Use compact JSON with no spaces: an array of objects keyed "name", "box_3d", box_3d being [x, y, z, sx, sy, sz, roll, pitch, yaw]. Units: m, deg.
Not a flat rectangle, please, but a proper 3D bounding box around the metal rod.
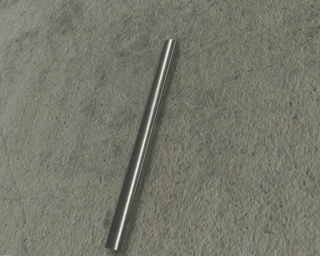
[{"name":"metal rod","box_3d":[-0.016,0.005,0.409,0.025,0.025,0.300,0,62,28]}]
